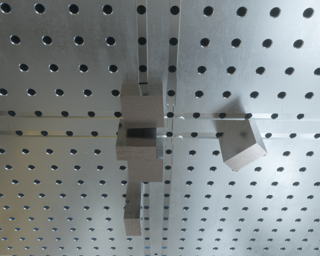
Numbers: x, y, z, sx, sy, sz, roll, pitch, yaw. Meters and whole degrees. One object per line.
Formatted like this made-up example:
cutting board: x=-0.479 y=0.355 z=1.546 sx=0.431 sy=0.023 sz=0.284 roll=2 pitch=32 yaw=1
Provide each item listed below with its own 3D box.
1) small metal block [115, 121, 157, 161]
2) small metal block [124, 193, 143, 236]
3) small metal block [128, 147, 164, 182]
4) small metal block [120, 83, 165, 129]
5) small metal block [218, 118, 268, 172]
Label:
small metal block: x=-0.030 y=0.016 z=0.409 sx=0.050 sy=0.050 sz=0.025 roll=1 pitch=130 yaw=-1
small metal block: x=-0.043 y=0.144 z=0.517 sx=0.025 sy=0.050 sz=0.050 roll=-1 pitch=130 yaw=1
small metal block: x=-0.021 y=0.054 z=0.457 sx=0.050 sy=0.025 sz=0.050 roll=1 pitch=130 yaw=-1
small metal block: x=-0.021 y=-0.027 z=0.388 sx=0.050 sy=0.025 sz=0.050 roll=-2 pitch=130 yaw=2
small metal block: x=0.109 y=0.022 z=0.415 sx=0.050 sy=0.050 sz=0.025 roll=-36 pitch=121 yaw=26
